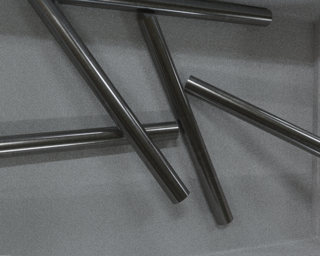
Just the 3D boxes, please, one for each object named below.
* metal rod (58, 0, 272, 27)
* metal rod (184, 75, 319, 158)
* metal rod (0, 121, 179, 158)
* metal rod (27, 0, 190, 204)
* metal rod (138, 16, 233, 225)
[{"bbox_3d":[0.021,-0.164,0.419,0.303,0.025,0.025,-1,91,-21],"label":"metal rod"},{"bbox_3d":[0.171,0.006,0.413,0.301,0.025,0.025,27,80,6],"label":"metal rod"},{"bbox_3d":[-0.121,0.016,0.366,0.303,0.025,0.025,-5,92,-20],"label":"metal rod"},{"bbox_3d":[-0.060,-0.036,0.368,0.025,0.025,0.299,-36,95,-17],"label":"metal rod"},{"bbox_3d":[0.038,-0.004,0.425,0.025,0.025,0.299,-25,99,-19],"label":"metal rod"}]
